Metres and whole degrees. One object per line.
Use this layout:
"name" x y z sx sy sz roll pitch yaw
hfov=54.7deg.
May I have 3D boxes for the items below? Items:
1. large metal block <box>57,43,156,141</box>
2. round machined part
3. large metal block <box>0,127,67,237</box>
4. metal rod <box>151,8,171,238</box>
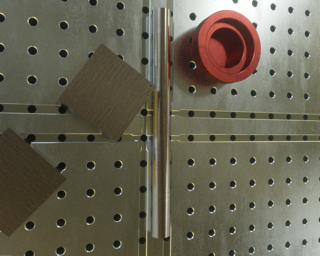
"large metal block" -0.066 -0.040 0.375 0.080 0.050 0.080 37 78 -16
"round machined part" 0.088 -0.110 0.436 0.099 0.042 0.097 0 90 -20
"large metal block" -0.163 0.055 0.339 0.080 0.050 0.080 -47 105 -14
"metal rod" 0.001 -0.007 0.412 0.025 0.025 0.298 0 90 -20
